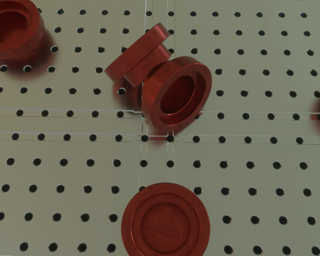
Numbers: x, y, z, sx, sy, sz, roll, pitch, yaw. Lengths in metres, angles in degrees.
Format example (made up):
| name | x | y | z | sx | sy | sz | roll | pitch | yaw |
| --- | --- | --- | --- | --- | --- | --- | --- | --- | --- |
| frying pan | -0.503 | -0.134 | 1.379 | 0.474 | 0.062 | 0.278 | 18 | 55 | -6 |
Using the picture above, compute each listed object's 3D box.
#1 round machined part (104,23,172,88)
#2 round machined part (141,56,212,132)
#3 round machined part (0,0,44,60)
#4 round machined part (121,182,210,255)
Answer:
| name | x | y | z | sx | sy | sz | roll | pitch | yaw |
| --- | --- | --- | --- | --- | --- | --- | --- | --- | --- |
| round machined part | -0.023 | -0.091 | 0.412 | 0.098 | 0.098 | 0.042 | -44 | 103 | -14 |
| round machined part | 0.016 | -0.047 | 0.394 | 0.098 | 0.098 | 0.042 | -39 | 54 | -13 |
| round machined part | -0.218 | -0.142 | 0.454 | 0.099 | 0.042 | 0.098 | 0 | 70 | 0 |
| round machined part | 0.006 | 0.116 | 0.361 | 0.099 | 0.042 | 0.098 | 0 | 70 | 0 |
